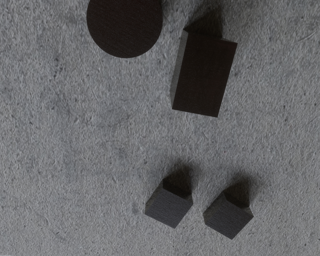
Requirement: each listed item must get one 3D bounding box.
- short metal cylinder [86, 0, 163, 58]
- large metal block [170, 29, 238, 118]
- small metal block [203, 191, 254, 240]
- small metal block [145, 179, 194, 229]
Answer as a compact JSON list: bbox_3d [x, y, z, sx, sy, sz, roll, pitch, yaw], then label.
[{"bbox_3d":[-0.037,-0.123,0.351,0.081,0.050,0.079,0,110,0],"label":"short metal cylinder"},{"bbox_3d":[0.045,-0.066,0.357,0.050,0.080,0.079,10,110,-4],"label":"large metal block"},{"bbox_3d":[0.100,0.129,0.458,0.050,0.025,0.050,33,107,-12],"label":"small metal block"},{"bbox_3d":[0.013,0.111,0.451,0.050,0.025,0.050,29,107,-11],"label":"small metal block"}]
